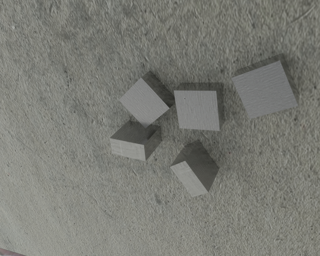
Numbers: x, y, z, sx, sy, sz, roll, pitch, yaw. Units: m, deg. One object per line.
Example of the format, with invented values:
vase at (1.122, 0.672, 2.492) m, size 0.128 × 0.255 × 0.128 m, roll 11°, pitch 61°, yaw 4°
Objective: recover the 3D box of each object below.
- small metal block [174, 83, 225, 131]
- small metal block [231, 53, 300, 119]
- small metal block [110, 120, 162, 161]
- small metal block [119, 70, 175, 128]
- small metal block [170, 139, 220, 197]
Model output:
small metal block at (0.048, -0.026, 0.366) m, size 0.050 × 0.025 × 0.050 m, roll 4°, pitch 120°, yaw 26°
small metal block at (0.110, -0.043, 0.322) m, size 0.050 × 0.025 × 0.050 m, roll -17°, pitch 109°, yaw 35°
small metal block at (-0.031, 0.016, 0.417) m, size 0.050 × 0.050 × 0.025 m, roll 10°, pitch 123°, yaw 23°
small metal block at (-0.015, -0.036, 0.393) m, size 0.050 × 0.025 × 0.050 m, roll 47°, pitch 129°, yaw -5°
small metal block at (0.046, 0.051, 0.398) m, size 0.025 × 0.050 × 0.050 m, roll -28°, pitch 103°, yaw 37°
